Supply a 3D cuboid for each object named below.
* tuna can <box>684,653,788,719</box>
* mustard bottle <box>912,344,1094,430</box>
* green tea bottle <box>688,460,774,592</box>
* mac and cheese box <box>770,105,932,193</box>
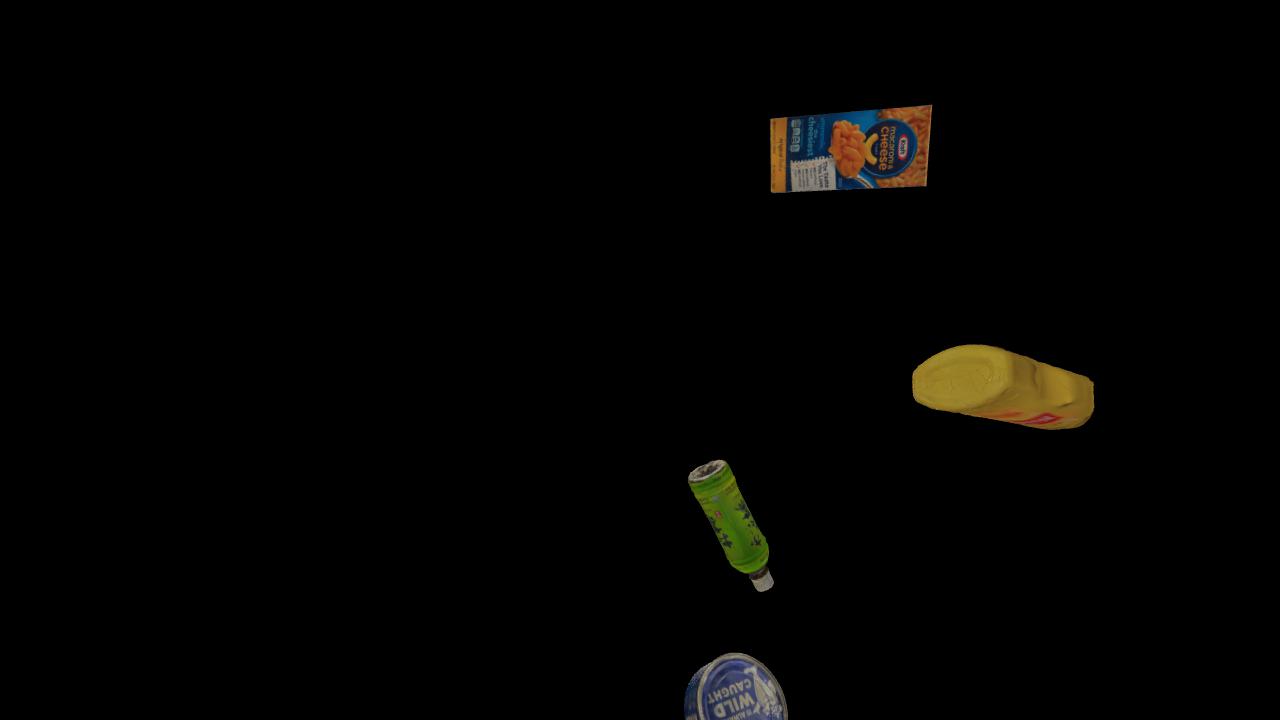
[{"bbox_3d":[0.080,0.297,0.520,0.084,0.084,0.034,0,-37,-26],"label":"tuna can"},{"bbox_3d":[0.335,0.030,0.535,0.184,0.054,0.092,11,-22,-26],"label":"mustard bottle"},{"bbox_3d":[0.149,0.260,0.951,0.073,0.212,0.073,-28,7,4],"label":"green tea bottle"},{"bbox_3d":[0.255,-0.256,0.757,0.184,0.093,0.041,3,16,22],"label":"mac and cheese box"}]
